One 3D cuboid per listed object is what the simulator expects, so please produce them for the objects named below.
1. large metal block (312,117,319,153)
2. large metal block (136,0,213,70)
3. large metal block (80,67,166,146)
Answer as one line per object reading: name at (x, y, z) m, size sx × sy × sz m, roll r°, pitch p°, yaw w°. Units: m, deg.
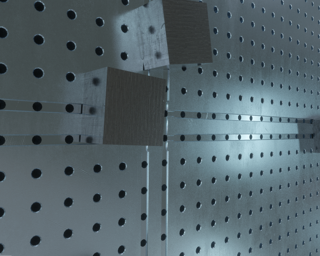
large metal block at (0.411, 0.013, 0.743) m, size 0.081 × 0.050 × 0.079 m, roll -13°, pitch 99°, yaw -40°
large metal block at (0.021, -0.122, 0.412) m, size 0.081 × 0.050 × 0.079 m, roll -12°, pitch 98°, yaw -40°
large metal block at (-0.041, -0.021, 0.360) m, size 0.081 × 0.050 × 0.080 m, roll 5°, pitch 87°, yaw -40°
